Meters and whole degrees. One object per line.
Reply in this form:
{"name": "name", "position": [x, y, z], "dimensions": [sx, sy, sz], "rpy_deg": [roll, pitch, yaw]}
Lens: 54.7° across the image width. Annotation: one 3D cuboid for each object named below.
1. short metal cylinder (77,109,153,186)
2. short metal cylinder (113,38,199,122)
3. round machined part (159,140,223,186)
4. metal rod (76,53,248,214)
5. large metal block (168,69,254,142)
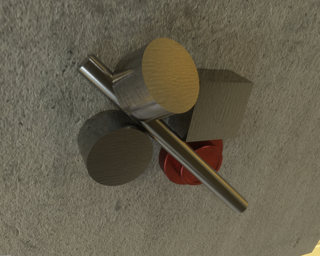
{"name": "short metal cylinder", "position": [-0.055, 0.023, 0.378], "dimensions": [0.081, 0.050, 0.079], "rpy_deg": [-14, 124, -21]}
{"name": "short metal cylinder", "position": [-0.003, -0.050, 0.335], "dimensions": [0.081, 0.050, 0.080], "rpy_deg": [11, 74, -40]}
{"name": "round machined part", "position": [0.051, 0.045, 0.452], "dimensions": [0.099, 0.042, 0.097], "rpy_deg": [-14, 124, -21]}
{"name": "metal rod", "position": [0.020, 0.023, 0.389], "dimensions": [0.025, 0.025, 0.300], "rpy_deg": [-45, 116, 3]}
{"name": "large metal block", "position": [0.064, -0.031, 0.406], "dimensions": [0.081, 0.050, 0.079], "rpy_deg": [-3, 120, -27]}
